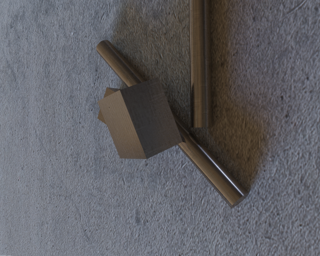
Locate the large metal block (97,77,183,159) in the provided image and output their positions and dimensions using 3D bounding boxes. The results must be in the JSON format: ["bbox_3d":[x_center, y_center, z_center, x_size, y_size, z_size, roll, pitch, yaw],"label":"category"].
[{"bbox_3d":[-0.027,-0.009,0.378,0.080,0.050,0.080,-9,103,61],"label":"large metal block"}]

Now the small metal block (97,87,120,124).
[{"bbox_3d":[-0.060,-0.026,0.452,0.050,0.025,0.050,32,109,35],"label":"small metal block"}]

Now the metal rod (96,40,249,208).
[{"bbox_3d":[0.000,-0.023,0.402,0.300,0.025,0.025,50,119,28],"label":"metal rod"}]

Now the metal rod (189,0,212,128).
[{"bbox_3d":[0.046,-0.150,0.365,0.025,0.025,0.298,-2,89,39],"label":"metal rod"}]
